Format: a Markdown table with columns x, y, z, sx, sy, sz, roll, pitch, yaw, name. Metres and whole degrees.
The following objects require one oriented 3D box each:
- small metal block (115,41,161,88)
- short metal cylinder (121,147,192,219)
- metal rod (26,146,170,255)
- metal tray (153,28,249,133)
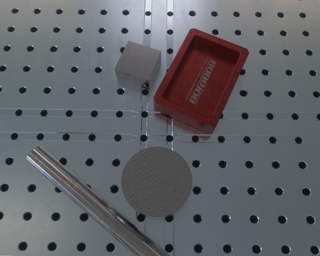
| x | y | z | sx | sy | sz | roll | pitch | yaw | name |
| --- | --- | --- | --- | --- | --- | --- | --- | --- | --- |
| -0.031 | -0.091 | 0.445 | 0.050 | 0.025 | 0.050 | 19 | 71 | 6 | small metal block |
| -0.003 | 0.068 | 0.374 | 0.081 | 0.050 | 0.080 | 0 | 70 | 0 | short metal cylinder |
| -0.044 | 0.121 | 0.366 | 0.300 | 0.025 | 0.025 | 37 | 74 | 12 | metal rod |
| 0.058 | -0.068 | 0.434 | 0.090 | 0.030 | 0.130 | 24 | 72 | 8 | metal tray |
